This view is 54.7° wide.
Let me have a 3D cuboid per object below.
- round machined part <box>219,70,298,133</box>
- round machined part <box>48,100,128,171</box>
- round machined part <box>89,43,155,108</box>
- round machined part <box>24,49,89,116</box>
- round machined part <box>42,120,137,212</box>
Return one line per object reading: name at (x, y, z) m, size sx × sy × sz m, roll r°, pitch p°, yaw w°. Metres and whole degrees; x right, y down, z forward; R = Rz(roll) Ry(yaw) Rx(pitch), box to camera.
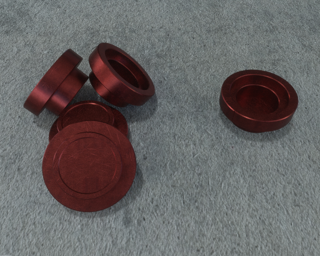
round machined part at (0.130, -0.032, 0.420) m, size 0.099 × 0.042 × 0.098 m, roll 0°, pitch 50°, yaw 0°
round machined part at (-0.090, 0.003, 0.389) m, size 0.099 × 0.042 × 0.098 m, roll 0°, pitch 50°, yaw 0°
round machined part at (-0.057, -0.067, 0.426) m, size 0.098 × 0.042 × 0.098 m, roll 38°, pitch 25°, yaw -21°
round machined part at (-0.132, -0.054, 0.413) m, size 0.042 × 0.098 × 0.098 m, roll 38°, pitch 51°, yaw -16°
round machined part at (-0.074, 0.040, 0.329) m, size 0.099 × 0.042 × 0.097 m, roll 1°, pitch 83°, yaw -7°
